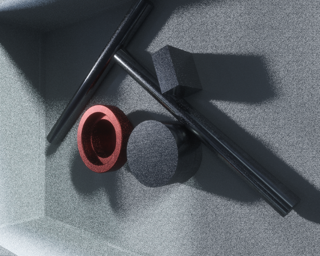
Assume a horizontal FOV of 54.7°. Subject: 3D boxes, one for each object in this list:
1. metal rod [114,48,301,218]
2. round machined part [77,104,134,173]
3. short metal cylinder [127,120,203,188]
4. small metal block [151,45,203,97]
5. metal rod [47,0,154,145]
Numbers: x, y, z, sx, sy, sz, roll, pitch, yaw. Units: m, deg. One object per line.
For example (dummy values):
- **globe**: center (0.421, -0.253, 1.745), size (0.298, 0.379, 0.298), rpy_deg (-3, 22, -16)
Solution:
- **metal rod**: center (0.036, -0.013, 0.375), size (0.300, 0.025, 0.025), rpy_deg (45, 117, 30)
- **round machined part**: center (-0.075, 0.015, 0.455), size (0.098, 0.042, 0.097), rpy_deg (0, 90, 39)
- **short metal cylinder**: center (0.005, 0.030, 0.385), size (0.080, 0.050, 0.079), rpy_deg (0, 90, 39)
- **small metal block**: center (0.021, -0.067, 0.371), size (0.025, 0.050, 0.050), rpy_deg (-24, 75, 37)
- **metal rod**: center (-0.106, -0.076, 0.491), size (0.299, 0.025, 0.025), rpy_deg (-48, 62, 29)
